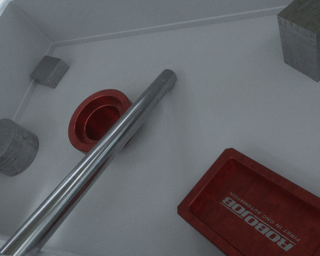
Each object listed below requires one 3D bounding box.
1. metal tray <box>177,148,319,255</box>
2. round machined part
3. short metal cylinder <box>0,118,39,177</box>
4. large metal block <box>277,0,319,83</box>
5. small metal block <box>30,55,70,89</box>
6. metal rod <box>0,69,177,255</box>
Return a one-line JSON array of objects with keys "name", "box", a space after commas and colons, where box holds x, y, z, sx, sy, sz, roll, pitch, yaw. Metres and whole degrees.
[{"name": "metal tray", "box": [0.092, 0.086, 0.295, 0.130, 0.030, 0.090, 33, 75, 38]}, {"name": "round machined part", "box": [-0.075, -0.003, 0.434, 0.098, 0.042, 0.098, -13, 56, 20]}, {"name": "short metal cylinder", "box": [-0.244, 0.031, 0.496, 0.080, 0.050, 0.080, -13, 56, 20]}, {"name": "large metal block", "box": [0.183, -0.112, 0.343, 0.080, 0.080, 0.050, -41, 51, 0]}, {"name": "small metal block", "box": [-0.204, -0.104, 0.574, 0.050, 0.025, 0.050, 19, 71, 35]}, {"name": "metal rod", "box": [-0.052, 0.015, 0.342, 0.025, 0.025, 0.301, 4, 38, 30]}]
